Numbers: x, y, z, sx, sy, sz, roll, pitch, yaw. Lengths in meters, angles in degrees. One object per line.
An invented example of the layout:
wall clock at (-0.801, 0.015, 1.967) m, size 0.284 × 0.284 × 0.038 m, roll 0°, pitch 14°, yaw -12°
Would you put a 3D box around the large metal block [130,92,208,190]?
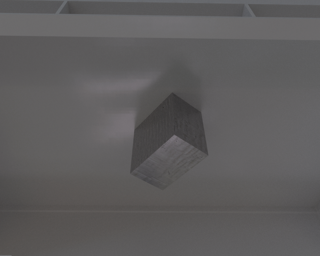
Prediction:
large metal block at (0.010, 0.017, 0.387) m, size 0.050 × 0.080 × 0.080 m, roll 32°, pitch 123°, yaw -24°
